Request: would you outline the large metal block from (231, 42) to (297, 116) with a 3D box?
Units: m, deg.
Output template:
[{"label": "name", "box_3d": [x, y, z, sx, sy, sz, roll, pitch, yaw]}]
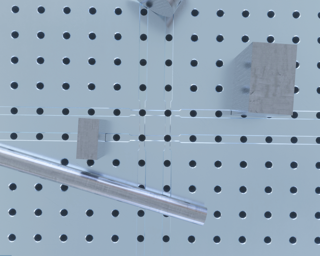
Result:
[{"label": "large metal block", "box_3d": [0.127, -0.056, 0.388, 0.050, 0.080, 0.079, 4, 90, 0]}]

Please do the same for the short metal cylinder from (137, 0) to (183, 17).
[{"label": "short metal cylinder", "box_3d": [-0.003, -0.185, 0.386, 0.080, 0.080, 0.050, 33, 90, -1]}]

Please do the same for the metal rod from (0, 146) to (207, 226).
[{"label": "metal rod", "box_3d": [-0.085, 0.075, 0.412, 0.302, 0.025, 0.025, 17, 90, -1]}]

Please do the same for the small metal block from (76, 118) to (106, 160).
[{"label": "small metal block", "box_3d": [-0.088, 0.013, 0.400, 0.025, 0.050, 0.050, 3, 90, 0]}]
